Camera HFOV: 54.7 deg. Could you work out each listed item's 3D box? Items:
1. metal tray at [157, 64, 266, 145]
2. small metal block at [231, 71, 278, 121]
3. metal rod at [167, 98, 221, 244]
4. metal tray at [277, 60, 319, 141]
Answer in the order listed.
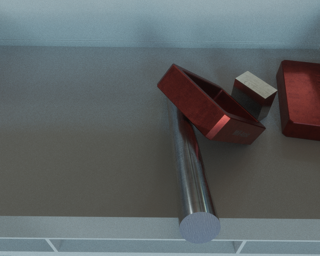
[{"bbox_3d":[0.065,-0.024,0.365,0.090,0.030,0.131,49,22,27],"label":"metal tray"},{"bbox_3d":[0.126,-0.042,0.426,0.025,0.050,0.050,-32,57,-24],"label":"small metal block"},{"bbox_3d":[0.022,-0.001,0.324,0.025,0.025,0.300,0,24,-1],"label":"metal rod"},{"bbox_3d":[0.219,-0.041,0.439,0.090,0.030,0.130,8,50,6],"label":"metal tray"}]
